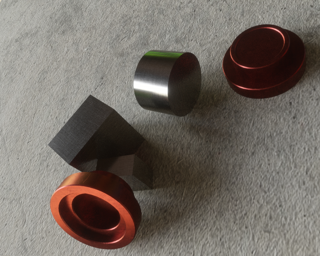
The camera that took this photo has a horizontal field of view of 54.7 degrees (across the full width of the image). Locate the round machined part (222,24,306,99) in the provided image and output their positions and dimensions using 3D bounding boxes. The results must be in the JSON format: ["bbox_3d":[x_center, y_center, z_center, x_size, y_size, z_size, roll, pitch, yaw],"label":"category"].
[{"bbox_3d":[0.125,-0.088,0.381,0.098,0.042,0.098,-13,56,20],"label":"round machined part"}]

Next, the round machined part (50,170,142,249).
[{"bbox_3d":[-0.067,0.087,0.347,0.098,0.098,0.042,-10,28,22],"label":"round machined part"}]

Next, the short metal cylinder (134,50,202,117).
[{"bbox_3d":[0.012,-0.058,0.397,0.050,0.080,0.080,13,69,33],"label":"short metal cylinder"}]

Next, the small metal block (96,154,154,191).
[{"bbox_3d":[-0.042,0.056,0.374,0.050,0.050,0.025,-10,57,22],"label":"small metal block"}]

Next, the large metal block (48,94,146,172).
[{"bbox_3d":[-0.078,0.018,0.397,0.050,0.080,0.080,31,79,37],"label":"large metal block"}]
